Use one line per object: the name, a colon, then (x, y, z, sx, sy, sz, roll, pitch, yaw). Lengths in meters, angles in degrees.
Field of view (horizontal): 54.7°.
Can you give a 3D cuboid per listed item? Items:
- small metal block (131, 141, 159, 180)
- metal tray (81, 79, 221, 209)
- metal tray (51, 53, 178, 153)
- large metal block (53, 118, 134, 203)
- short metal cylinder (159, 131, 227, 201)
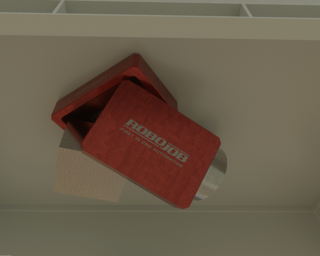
small metal block: (-0.026, 0.048, 0.448, 0.050, 0.025, 0.050, -23, 127, 18)
metal tray: (-0.008, 0.019, 0.342, 0.130, 0.090, 0.030, 32, 162, -8)
metal tray: (-0.055, -0.022, 0.384, 0.130, 0.030, 0.090, -27, 126, 21)
large metal block: (-0.081, 0.042, 0.383, 0.081, 0.050, 0.079, 13, 129, -11)
short metal cylinder: (0.042, 0.050, 0.415, 0.050, 0.080, 0.080, 32, 123, -25)
